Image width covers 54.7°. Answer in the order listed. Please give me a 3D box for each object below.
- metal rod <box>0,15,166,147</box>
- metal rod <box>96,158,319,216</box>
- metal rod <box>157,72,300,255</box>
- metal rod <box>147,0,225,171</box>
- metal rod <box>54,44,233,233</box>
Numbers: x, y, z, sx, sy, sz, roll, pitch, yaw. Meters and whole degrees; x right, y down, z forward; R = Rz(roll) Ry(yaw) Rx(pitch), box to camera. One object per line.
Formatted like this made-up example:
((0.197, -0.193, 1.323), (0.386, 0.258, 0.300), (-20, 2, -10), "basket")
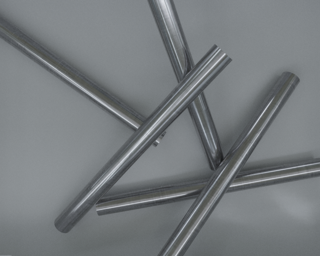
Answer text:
((-0.121, -0.071, 0.409), (0.301, 0.025, 0.025), (35, 90, -1), "metal rod")
((0.067, 0.078, 0.412), (0.302, 0.025, 0.025), (-10, 90, -1), "metal rod")
((0.087, 0.051, 0.389), (0.025, 0.025, 0.300), (37, 80, 0), "metal rod")
((0.025, -0.074, 0.349), (0.025, 0.025, 0.299), (-23, 116, 0), "metal rod")
((-0.032, 0.025, 0.366), (0.025, 0.025, 0.299), (43, 108, -1), "metal rod")
